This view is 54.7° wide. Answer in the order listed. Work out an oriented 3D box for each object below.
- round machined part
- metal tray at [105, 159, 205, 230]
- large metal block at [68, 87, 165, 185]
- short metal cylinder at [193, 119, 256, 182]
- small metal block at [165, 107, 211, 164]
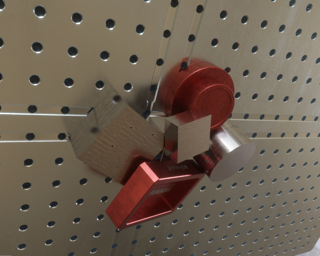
[{"bbox_3d":[0.059,-0.034,0.411,0.099,0.042,0.097,-14,124,-21],"label":"round machined part"},{"bbox_3d":[-0.001,0.087,0.424,0.090,0.030,0.131,-54,151,19],"label":"metal tray"},{"bbox_3d":[-0.049,0.012,0.376,0.080,0.050,0.080,-46,129,4],"label":"large metal block"},{"bbox_3d":[0.091,0.033,0.450,0.081,0.050,0.080,-25,145,-19],"label":"short metal cylinder"},{"bbox_3d":[0.033,0.008,0.374,0.050,0.025,0.050,-20,124,-31],"label":"small metal block"}]
